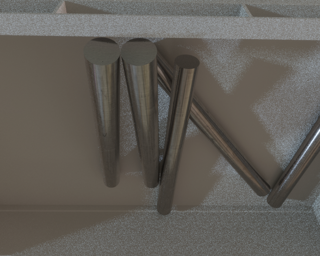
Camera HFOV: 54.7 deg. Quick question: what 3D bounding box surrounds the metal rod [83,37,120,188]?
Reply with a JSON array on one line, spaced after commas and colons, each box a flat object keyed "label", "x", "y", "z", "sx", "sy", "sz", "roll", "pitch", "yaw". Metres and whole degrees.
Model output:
[{"label": "metal rod", "x": -0.057, "y": 0.014, "z": 0.346, "sx": 0.025, "sy": 0.025, "sz": 0.299, "roll": 5, "pitch": 153, "yaw": -5}]

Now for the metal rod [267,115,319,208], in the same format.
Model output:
[{"label": "metal rod", "x": 0.216, "y": 0.011, "z": 0.422, "sx": 0.025, "sy": 0.025, "sz": 0.298, "roll": 7, "pitch": 130, "yaw": -7}]

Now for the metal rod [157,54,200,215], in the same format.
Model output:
[{"label": "metal rod", "x": 0.017, "y": 0.035, "z": 0.417, "sx": 0.025, "sy": 0.025, "sz": 0.298, "roll": 3, "pitch": 137, "yaw": -3}]

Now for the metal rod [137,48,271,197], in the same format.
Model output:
[{"label": "metal rod", "x": 0.075, "y": 0.008, "z": 0.417, "sx": 0.025, "sy": 0.025, "sz": 0.300, "roll": -30, "pitch": 125, "yaw": 23}]

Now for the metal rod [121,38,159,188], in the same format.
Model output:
[{"label": "metal rod", "x": -0.014, "y": 0.014, "z": 0.347, "sx": 0.025, "sy": 0.025, "sz": 0.299, "roll": -1, "pitch": 153, "yaw": 0}]
